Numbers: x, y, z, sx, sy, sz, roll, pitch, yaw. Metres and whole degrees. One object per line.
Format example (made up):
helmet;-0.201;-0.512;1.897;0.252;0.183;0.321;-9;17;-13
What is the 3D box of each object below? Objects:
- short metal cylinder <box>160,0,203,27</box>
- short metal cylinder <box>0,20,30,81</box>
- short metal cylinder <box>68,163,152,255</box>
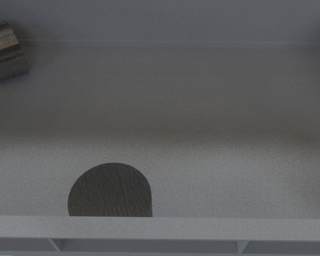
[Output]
short metal cylinder;0.040;-0.237;0.591;0.080;0.050;0.080;0;50;0
short metal cylinder;-0.238;-0.115;0.464;0.050;0.080;0.080;-27;55;-21
short metal cylinder;-0.048;0.083;0.319;0.080;0.050;0.080;0;50;0
